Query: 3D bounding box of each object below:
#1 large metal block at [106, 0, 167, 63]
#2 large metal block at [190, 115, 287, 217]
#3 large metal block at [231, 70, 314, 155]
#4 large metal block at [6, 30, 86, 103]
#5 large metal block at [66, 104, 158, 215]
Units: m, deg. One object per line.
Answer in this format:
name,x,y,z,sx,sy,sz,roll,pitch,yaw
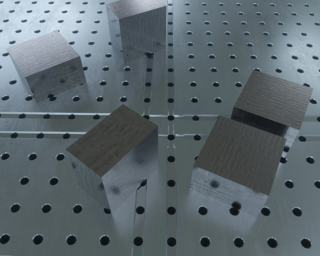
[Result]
large metal block,-0.037,-0.166,0.511,0.081,0.080,0.050,-23,54,-18
large metal block,0.089,0.042,0.357,0.080,0.050,0.080,21,53,17
large metal block,0.145,-0.023,0.412,0.080,0.050,0.080,22,54,18
large metal block,-0.171,-0.095,0.471,0.080,0.050,0.080,-29,56,-22
large metal block,-0.047,0.035,0.343,0.050,0.080,0.080,32,57,24
